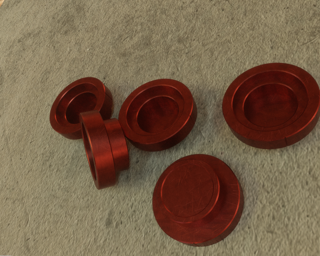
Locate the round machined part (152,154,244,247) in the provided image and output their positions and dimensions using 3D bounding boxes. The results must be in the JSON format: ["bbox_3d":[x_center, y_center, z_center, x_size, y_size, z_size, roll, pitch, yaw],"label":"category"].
[{"bbox_3d":[0.036,0.072,0.330,0.098,0.042,0.098,-13,56,21],"label":"round machined part"}]

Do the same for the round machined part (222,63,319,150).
[{"bbox_3d":[0.122,-0.020,0.341,0.098,0.042,0.098,-13,56,21],"label":"round machined part"}]

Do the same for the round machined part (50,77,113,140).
[{"bbox_3d":[-0.113,-0.025,0.468,0.098,0.042,0.098,-13,56,21],"label":"round machined part"}]

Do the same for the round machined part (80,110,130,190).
[{"bbox_3d":[-0.068,0.024,0.389,0.042,0.097,0.098,-13,49,-18],"label":"round machined part"}]

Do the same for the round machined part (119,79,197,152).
[{"bbox_3d":[0.000,-0.012,0.397,0.098,0.042,0.098,-11,55,16],"label":"round machined part"}]
